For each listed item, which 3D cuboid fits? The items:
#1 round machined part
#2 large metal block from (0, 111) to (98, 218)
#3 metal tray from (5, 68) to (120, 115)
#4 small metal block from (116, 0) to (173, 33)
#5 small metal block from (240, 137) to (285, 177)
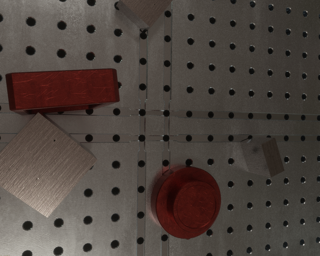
[{"bbox_3d":[0.041,0.102,0.420,0.099,0.042,0.097,0,90,-21],"label":"round machined part"},{"bbox_3d":[-0.131,0.037,0.346,0.080,0.050,0.080,43,81,-19],"label":"large metal block"},{"bbox_3d":[-0.101,-0.034,0.320,0.091,0.130,0.030,-7,93,-20],"label":"metal tray"},{"bbox_3d":[-0.021,-0.163,0.406,0.050,0.025,0.050,39,77,-16],"label":"small metal block"},{"bbox_3d":[0.150,0.041,0.457,0.025,0.050,0.050,-21,97,-19],"label":"small metal block"}]
